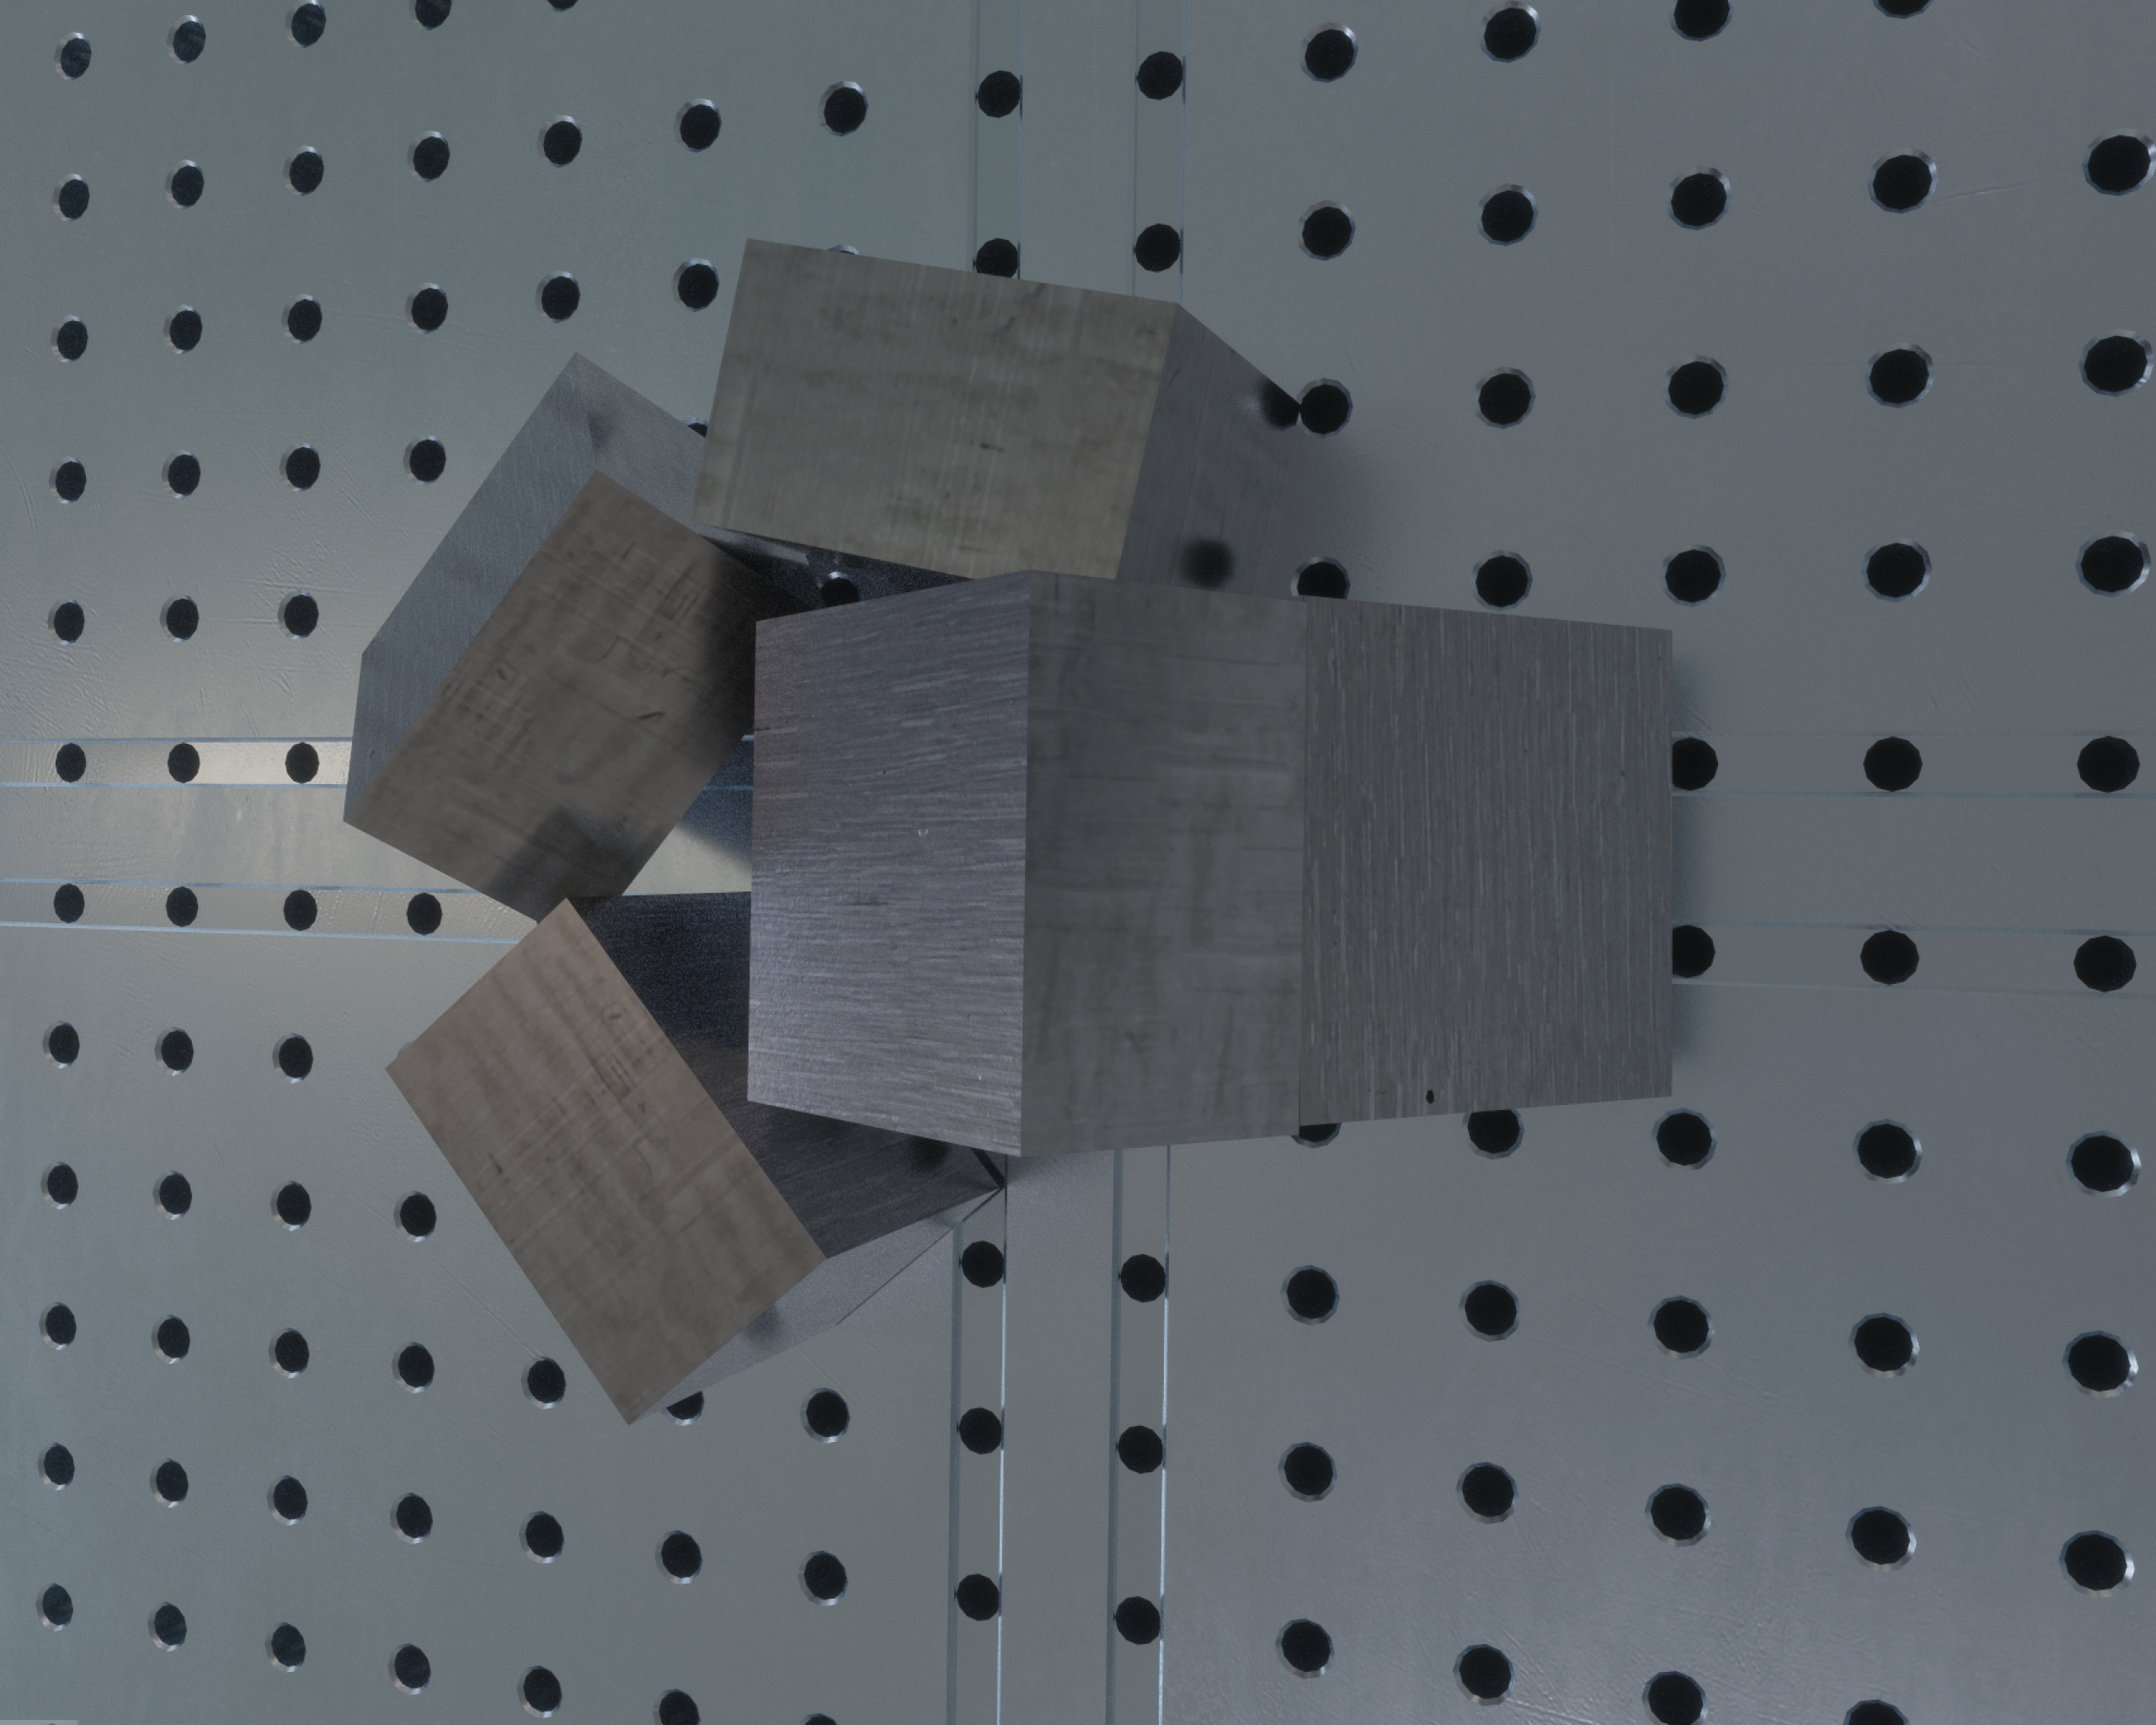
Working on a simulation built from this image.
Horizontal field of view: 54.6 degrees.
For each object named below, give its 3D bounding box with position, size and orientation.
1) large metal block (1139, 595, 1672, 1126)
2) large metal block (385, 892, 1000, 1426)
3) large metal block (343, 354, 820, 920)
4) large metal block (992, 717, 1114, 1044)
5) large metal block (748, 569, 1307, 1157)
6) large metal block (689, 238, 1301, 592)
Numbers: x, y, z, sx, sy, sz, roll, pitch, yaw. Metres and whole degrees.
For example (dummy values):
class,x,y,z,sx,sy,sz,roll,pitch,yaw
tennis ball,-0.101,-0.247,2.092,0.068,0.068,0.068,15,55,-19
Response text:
class,x,y,z,sx,sy,sz,roll,pitch,yaw
large metal block,0.054,0.000,0.356,0.050,0.081,0.080,-1,89,57
large metal block,-0.072,0.053,0.408,0.050,0.080,0.080,-41,78,15
large metal block,-0.098,-0.044,0.412,0.050,0.080,0.080,32,105,-28
large metal block,-0.009,-0.002,0.403,0.080,0.050,0.080,1,90,20
large metal block,-0.010,0.000,0.329,0.080,0.050,0.080,0,89,54
large metal block,-0.012,-0.075,0.388,0.080,0.080,0.050,14,95,20
